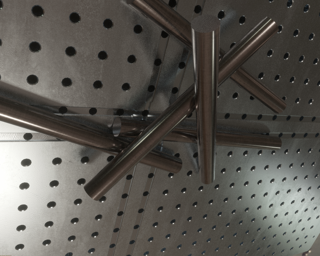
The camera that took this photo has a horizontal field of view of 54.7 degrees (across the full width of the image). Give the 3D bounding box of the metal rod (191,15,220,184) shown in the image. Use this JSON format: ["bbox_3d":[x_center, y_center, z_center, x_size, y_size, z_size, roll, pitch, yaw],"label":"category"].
[{"bbox_3d":[0.058,-0.004,0.386,0.025,0.025,0.299,-28,146,-11],"label":"metal rod"}]

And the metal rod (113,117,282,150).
[{"bbox_3d":[0.074,0.013,0.461,0.302,0.025,0.025,6,115,-32],"label":"metal rod"}]

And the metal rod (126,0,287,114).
[{"bbox_3d":[0.082,-0.085,0.405,0.301,0.025,0.025,25,105,-37],"label":"metal rod"}]

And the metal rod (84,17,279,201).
[{"bbox_3d":[0.025,-0.022,0.378,0.300,0.025,0.025,-43,130,1],"label":"metal rod"}]

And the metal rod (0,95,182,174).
[{"bbox_3d":[-0.087,0.010,0.370,0.302,0.025,0.025,22,106,-37],"label":"metal rod"}]
